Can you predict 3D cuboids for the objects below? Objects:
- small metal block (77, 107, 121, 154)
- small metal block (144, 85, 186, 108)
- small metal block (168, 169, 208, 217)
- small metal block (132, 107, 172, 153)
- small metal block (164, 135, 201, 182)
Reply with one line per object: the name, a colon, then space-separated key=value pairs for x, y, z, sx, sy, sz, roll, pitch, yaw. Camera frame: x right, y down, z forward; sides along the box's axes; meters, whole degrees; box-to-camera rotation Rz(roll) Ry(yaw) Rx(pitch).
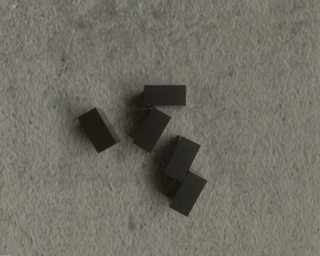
small metal block: x=-0.076 y=0.003 z=0.397 sx=0.025 sy=0.050 sz=0.050 roll=-30 pitch=90 yaw=0
small metal block: x=0.006 y=-0.039 z=0.398 sx=0.050 sy=0.050 sz=0.025 roll=0 pitch=90 yaw=-1
small metal block: x=0.034 y=0.079 z=0.398 sx=0.025 sy=0.050 sz=0.050 roll=30 pitch=90 yaw=0
small metal block: x=-0.010 y=0.002 z=0.397 sx=0.025 sy=0.050 sz=0.050 roll=30 pitch=90 yaw=0
small metal block: x=0.027 y=0.038 z=0.398 sx=0.025 sy=0.050 sz=0.050 roll=26 pitch=90 yaw=0
